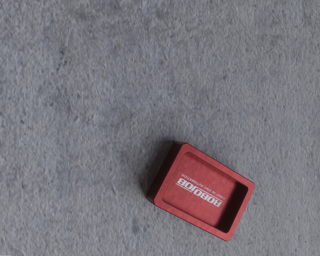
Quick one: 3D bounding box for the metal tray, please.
[{"bbox_3d":[0.058,0.087,0.427,0.130,0.030,0.090,31,80,-17],"label":"metal tray"}]
